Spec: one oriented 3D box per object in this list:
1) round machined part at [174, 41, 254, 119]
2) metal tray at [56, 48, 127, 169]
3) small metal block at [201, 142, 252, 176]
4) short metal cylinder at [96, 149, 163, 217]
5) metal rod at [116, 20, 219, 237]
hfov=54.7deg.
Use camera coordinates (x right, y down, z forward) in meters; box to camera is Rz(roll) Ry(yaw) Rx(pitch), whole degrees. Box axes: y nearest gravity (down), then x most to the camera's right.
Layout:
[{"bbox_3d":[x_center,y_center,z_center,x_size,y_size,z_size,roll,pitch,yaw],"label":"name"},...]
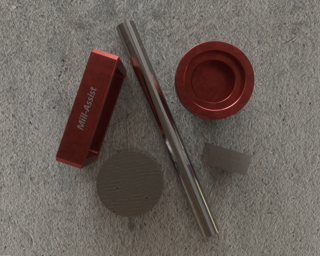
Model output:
[{"bbox_3d":[0.068,-0.060,0.403,0.099,0.042,0.097,0,90,-1],"label":"round machined part"},{"bbox_3d":[-0.079,-0.021,0.378,0.030,0.090,0.129,19,90,0],"label":"metal tray"},{"bbox_3d":[0.083,0.038,0.397,0.050,0.050,0.025,17,90,-1],"label":"small metal block"},{"bbox_3d":[-0.037,0.068,0.398,0.081,0.050,0.079,0,90,-1],"label":"short metal cylinder"},{"bbox_3d":[0.010,0.001,0.412,0.025,0.025,0.299,-22,90,0],"label":"metal rod"}]
